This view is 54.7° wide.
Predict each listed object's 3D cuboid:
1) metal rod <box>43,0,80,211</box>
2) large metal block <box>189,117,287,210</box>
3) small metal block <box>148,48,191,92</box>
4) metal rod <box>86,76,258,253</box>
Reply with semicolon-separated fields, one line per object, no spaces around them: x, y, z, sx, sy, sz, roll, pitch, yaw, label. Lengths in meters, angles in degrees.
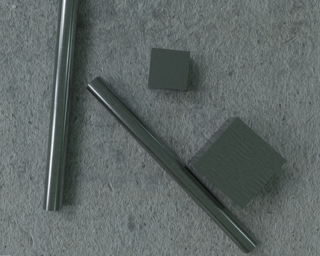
-0.129;-0.043;0.408;0.025;0.025;0.298;5;90;-1;metal rod
0.097;0.042;0.399;0.080;0.050;0.080;42;90;-1;large metal block
0.012;-0.076;0.410;0.050;0.025;0.050;6;90;-1;small metal block
0.016;0.048;0.410;0.025;0.025;0.300;-44;91;0;metal rod
